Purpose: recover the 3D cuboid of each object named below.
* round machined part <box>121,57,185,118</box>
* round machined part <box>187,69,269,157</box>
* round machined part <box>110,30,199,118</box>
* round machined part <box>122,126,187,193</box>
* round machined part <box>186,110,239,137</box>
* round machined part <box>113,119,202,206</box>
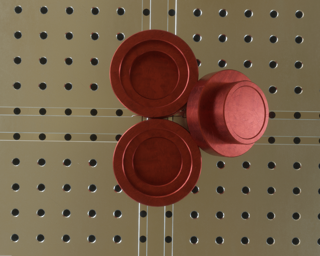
[{"bbox_3d":[-0.005,-0.061,0.406,0.099,0.042,0.097,0,90,0],"label":"round machined part"},{"bbox_3d":[0.081,-0.016,0.342,0.099,0.042,0.097,0,89,-32],"label":"round machined part"},{"bbox_3d":[-0.006,-0.060,0.362,0.099,0.042,0.097,0,90,0],"label":"round machined part"},{"bbox_3d":[-0.004,0.038,0.405,0.099,0.042,0.097,0,90,0],"label":"round machined part"},{"bbox_3d":[0.085,-0.017,0.406,0.099,0.042,0.097,0,90,0],"label":"round machined part"},{"bbox_3d":[-0.003,0.038,0.362,0.099,0.042,0.097,0,90,0],"label":"round machined part"}]
